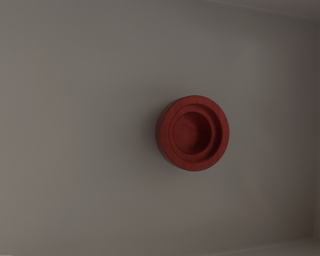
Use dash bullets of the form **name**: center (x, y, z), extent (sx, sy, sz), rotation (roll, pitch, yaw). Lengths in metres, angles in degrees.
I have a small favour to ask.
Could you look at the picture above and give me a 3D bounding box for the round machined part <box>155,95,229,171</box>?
- **round machined part**: center (0.040, 0.007, 0.416), extent (0.099, 0.042, 0.097), rotation (0, 90, -20)
